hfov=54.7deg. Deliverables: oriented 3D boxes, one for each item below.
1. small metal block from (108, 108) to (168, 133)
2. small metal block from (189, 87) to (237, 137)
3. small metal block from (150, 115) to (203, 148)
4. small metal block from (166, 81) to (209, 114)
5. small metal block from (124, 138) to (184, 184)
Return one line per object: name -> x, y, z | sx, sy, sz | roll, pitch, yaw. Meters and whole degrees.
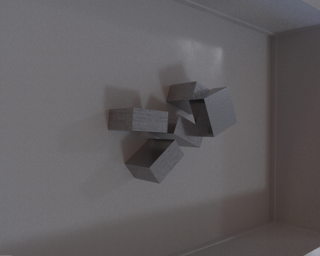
small metal block -> -0.026, -0.008, 0.368 | 0.050, 0.050, 0.025 | 4, 88, -40
small metal block -> 0.069, -0.021, 0.399 | 0.050, 0.025, 0.050 | -28, 107, -37
small metal block -> 0.022, 0.004, 0.408 | 0.050, 0.050, 0.025 | 28, 73, -37
small metal block -> 0.046, -0.040, 0.428 | 0.050, 0.050, 0.025 | 25, 74, -37
small metal block -> -0.007, 0.039, 0.384 | 0.050, 0.050, 0.025 | -46, 118, -30
